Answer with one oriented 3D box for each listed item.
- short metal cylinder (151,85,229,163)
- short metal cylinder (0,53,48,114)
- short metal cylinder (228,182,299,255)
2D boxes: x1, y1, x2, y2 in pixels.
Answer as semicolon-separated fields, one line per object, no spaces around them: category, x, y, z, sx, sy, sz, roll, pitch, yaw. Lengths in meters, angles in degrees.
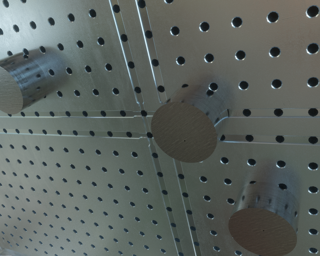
short metal cylinder;0.036;-0.005;0.373;0.080;0.050;0.079;13;124;21
short metal cylinder;-0.221;-0.067;0.470;0.080;0.050;0.079;13;124;21
short metal cylinder;0.134;0.116;0.397;0.080;0.050;0.079;13;124;21
